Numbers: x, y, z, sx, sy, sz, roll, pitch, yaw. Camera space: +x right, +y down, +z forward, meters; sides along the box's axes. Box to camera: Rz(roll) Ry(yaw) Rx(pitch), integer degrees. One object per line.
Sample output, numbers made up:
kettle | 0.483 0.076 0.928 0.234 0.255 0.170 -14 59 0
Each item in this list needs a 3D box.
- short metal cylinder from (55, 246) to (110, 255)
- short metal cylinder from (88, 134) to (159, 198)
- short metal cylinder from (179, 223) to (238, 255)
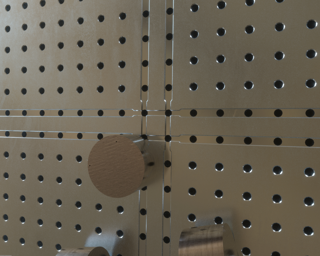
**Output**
short metal cylinder | -0.106 0.204 0.419 0.050 0.080 0.080 -9 87 19
short metal cylinder | -0.048 0.048 0.415 0.080 0.050 0.079 0 90 19
short metal cylinder | 0.060 0.156 0.362 0.050 0.080 0.080 -14 86 19
